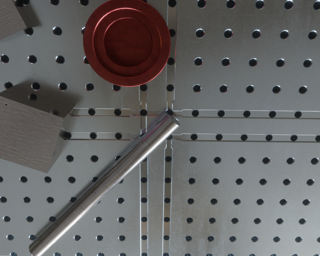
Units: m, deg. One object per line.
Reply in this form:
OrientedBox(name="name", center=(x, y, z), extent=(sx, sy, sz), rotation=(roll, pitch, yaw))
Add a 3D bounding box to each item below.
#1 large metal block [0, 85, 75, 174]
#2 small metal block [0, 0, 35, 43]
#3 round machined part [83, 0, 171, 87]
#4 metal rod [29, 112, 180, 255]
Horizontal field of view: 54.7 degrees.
OrientedBox(name="large metal block", center=(-0.166, 0.001, 0.399), extent=(0.080, 0.050, 0.079), rotation=(20, 109, -8))
OrientedBox(name="small metal block", center=(-0.186, -0.132, 0.363), extent=(0.050, 0.025, 0.050), rotation=(-21, 109, 7))
OrientedBox(name="round machined part", center=(-0.037, -0.101, 0.367), extent=(0.099, 0.042, 0.097), rotation=(0, 110, 0))
OrientedBox(name="metal rod", center=(-0.087, 0.088, 0.445), extent=(0.025, 0.025, 0.299), rotation=(43, 104, -14))
